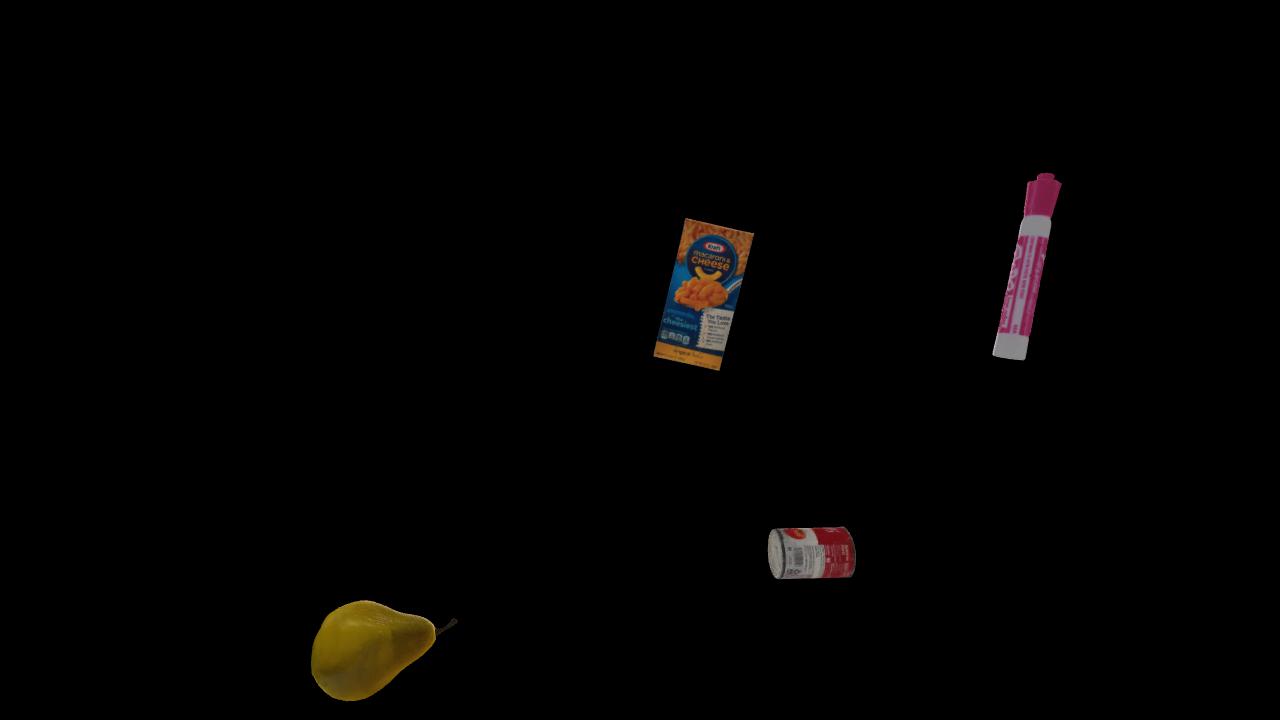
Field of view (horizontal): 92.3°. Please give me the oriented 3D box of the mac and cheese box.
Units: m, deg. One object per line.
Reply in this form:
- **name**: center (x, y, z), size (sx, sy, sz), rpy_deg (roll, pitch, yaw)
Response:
- **mac and cheese box**: center (0.082, -0.085, 0.810), size (0.093, 0.184, 0.041), rpy_deg (13, 9, 4)

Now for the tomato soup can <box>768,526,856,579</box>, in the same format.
- **tomato soup can**: center (0.231, 0.263, 0.838), size (0.101, 0.068, 0.068), rpy_deg (0, 0, -6)

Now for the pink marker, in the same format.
- **pink marker**: center (0.252, -0.061, 0.400), size (0.020, 0.121, 0.020), rpy_deg (10, 2, 0)

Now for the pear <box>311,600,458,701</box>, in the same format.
- **pear**: center (-0.216, 0.246, 0.527), size (0.111, 0.080, 0.080), rpy_deg (0, 0, -10)
